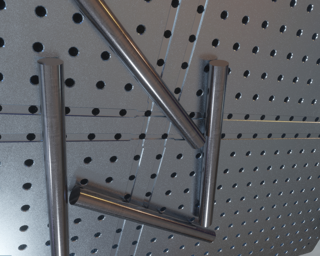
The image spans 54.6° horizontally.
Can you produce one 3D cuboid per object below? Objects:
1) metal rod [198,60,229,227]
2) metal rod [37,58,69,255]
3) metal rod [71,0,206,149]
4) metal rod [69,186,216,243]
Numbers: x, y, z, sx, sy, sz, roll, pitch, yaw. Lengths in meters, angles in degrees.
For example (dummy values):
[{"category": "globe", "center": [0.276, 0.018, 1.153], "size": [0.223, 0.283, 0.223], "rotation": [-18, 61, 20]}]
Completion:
[{"category": "metal rod", "center": [0.079, 0.042, 0.479], "size": [0.025, 0.025, 0.298], "rotation": [-15, 125, -20]}, {"category": "metal rod", "center": [-0.127, 0.064, 0.380], "size": [0.025, 0.025, 0.298], "rotation": [-7, 122, -25]}, {"category": "metal rod", "center": [-0.021, -0.067, 0.357], "size": [0.025, 0.025, 0.300], "rotation": [-41, 129, 0]}, {"category": "metal rod", "center": [-0.008, 0.146, 0.496], "size": [0.301, 0.025, 0.025], "rotation": [30, 102, -38]}]
